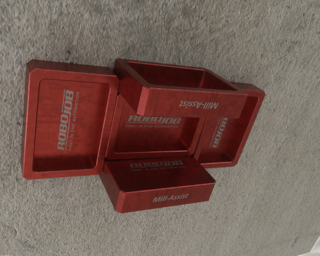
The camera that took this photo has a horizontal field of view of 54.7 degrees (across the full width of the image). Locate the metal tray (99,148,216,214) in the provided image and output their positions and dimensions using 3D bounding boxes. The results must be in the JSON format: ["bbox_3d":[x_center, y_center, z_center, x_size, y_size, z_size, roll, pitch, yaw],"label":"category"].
[{"bbox_3d":[-0.006,0.061,0.400,0.131,0.090,0.030,0,118,-29],"label":"metal tray"}]

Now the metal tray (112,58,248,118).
[{"bbox_3d":[0.021,-0.045,0.352,0.131,0.090,0.030,0,119,-29],"label":"metal tray"}]

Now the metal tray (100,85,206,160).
[{"bbox_3d":[-0.006,-0.007,0.399,0.131,0.030,0.089,1,118,-29],"label":"metal tray"}]

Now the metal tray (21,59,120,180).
[{"bbox_3d":[-0.102,-0.006,0.346,0.091,0.030,0.129,0,118,-29],"label":"metal tray"}]

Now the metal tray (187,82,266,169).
[{"bbox_3d":[0.091,-0.002,0.456,0.091,0.030,0.129,0,118,-29],"label":"metal tray"}]
